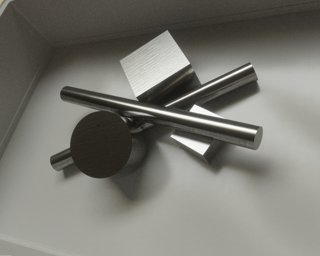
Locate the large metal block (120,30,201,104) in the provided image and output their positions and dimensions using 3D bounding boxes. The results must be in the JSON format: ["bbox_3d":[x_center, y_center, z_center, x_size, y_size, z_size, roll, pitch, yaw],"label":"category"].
[{"bbox_3d":[0.000,-0.076,0.432,0.080,0.050,0.080,-31,52,8],"label":"large metal block"}]

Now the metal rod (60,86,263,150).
[{"bbox_3d":[-0.022,-0.021,0.395,0.300,0.025,0.025,15,69,33],"label":"metal rod"}]

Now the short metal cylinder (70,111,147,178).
[{"bbox_3d":[-0.063,0.022,0.388,0.080,0.050,0.080,-2,83,16],"label":"short metal cylinder"}]

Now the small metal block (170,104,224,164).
[{"bbox_3d":[0.050,0.006,0.370,0.050,0.025,0.050,30,78,37],"label":"small metal block"}]

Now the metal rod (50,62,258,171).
[{"bbox_3d":[-0.017,-0.010,0.417,0.301,0.025,0.025,-24,53,12],"label":"metal rod"}]
